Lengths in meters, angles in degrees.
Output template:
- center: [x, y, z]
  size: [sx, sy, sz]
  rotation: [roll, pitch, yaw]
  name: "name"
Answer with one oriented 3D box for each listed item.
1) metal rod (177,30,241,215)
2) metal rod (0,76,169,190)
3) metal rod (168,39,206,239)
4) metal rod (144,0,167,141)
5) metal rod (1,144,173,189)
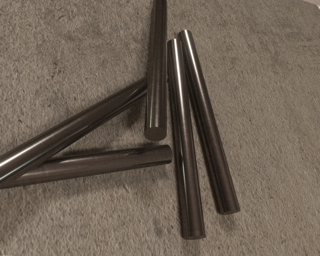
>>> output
- center: [0.065, -0.025, 0.456]
  size: [0.025, 0.025, 0.299]
  rotation: [4, 60, -27]
  name: "metal rod"
- center: [-0.081, -0.008, 0.344]
  size: [0.025, 0.025, 0.302]
  rotation: [47, 44, 4]
  name: "metal rod"
- center: [0.031, -0.005, 0.425]
  size: [0.025, 0.025, 0.299]
  rotation: [11, 57, -23]
  name: "metal rod"
- center: [-0.002, -0.105, 0.439]
  size: [0.025, 0.025, 0.300]
  rotation: [18, 46, -18]
  name: "metal rod"
- center: [-0.121, 0.043, 0.312]
  size: [0.303, 0.025, 0.025]
  rotation: [-5, 64, -31]
  name: "metal rod"
